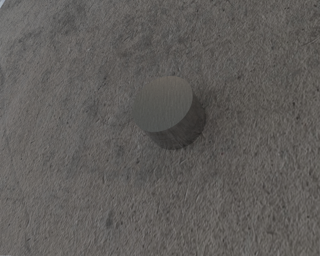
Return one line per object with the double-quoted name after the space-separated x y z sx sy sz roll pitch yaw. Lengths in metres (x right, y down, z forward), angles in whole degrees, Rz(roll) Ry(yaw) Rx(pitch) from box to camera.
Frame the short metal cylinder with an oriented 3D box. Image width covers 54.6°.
0.012 -0.019 0.394 0.080 0.050 0.080 -13 56 21 "short metal cylinder"
